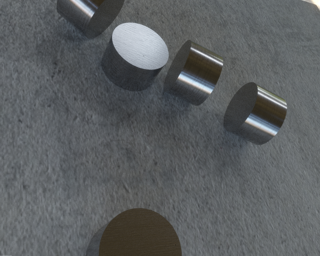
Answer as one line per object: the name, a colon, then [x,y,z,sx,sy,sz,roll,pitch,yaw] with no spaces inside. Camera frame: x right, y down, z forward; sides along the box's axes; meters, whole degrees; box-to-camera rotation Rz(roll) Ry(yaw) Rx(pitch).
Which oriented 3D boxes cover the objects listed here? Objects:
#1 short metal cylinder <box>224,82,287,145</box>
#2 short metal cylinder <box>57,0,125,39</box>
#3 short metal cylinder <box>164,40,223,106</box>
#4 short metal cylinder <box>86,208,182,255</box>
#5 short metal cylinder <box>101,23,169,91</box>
short metal cylinder: [0.139,-0.021,0.459,0.050,0.080,0.080,25,53,-14]
short metal cylinder: [-0.093,-0.170,0.423,0.050,0.080,0.080,41,51,-1]
short metal cylinder: [0.046,-0.078,0.443,0.050,0.080,0.080,24,53,-15]
short metal cylinder: [-0.026,0.124,0.299,0.081,0.050,0.080,14,56,-21]
short metal cylinder: [-0.035,-0.098,0.430,0.081,0.050,0.080,14,56,-21]
